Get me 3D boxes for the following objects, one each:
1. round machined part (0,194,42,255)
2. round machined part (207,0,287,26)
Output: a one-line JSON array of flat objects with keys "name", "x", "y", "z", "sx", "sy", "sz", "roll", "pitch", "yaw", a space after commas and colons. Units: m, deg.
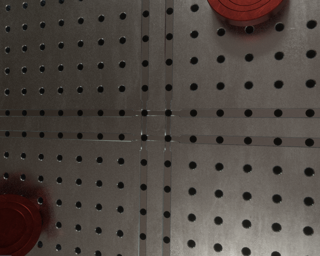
[{"name": "round machined part", "x": -0.232, "y": 0.149, "z": 0.465, "sx": 0.042, "sy": 0.099, "sz": 0.097, "roll": -25, "pitch": 79, "yaw": 60}, {"name": "round machined part", "x": 0.105, "y": -0.169, "z": 0.367, "sx": 0.098, "sy": 0.042, "sz": 0.097, "roll": 0, "pitch": 90, "yaw": 19}]
